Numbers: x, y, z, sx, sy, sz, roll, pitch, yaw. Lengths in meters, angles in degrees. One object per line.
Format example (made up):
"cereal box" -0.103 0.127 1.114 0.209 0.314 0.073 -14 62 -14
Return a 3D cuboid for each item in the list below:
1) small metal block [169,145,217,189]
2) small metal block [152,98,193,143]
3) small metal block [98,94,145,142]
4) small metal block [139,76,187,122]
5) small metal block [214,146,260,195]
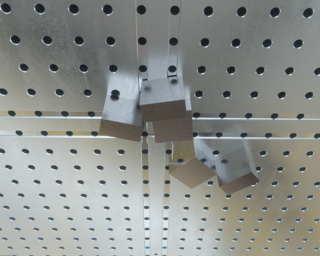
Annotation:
"small metal block" 0.049 0.059 0.462 0.050 0.025 0.050 -37 121 27
"small metal block" 0.016 -0.009 0.404 0.050 0.025 0.050 -5 130 4
"small metal block" -0.046 -0.013 0.384 0.050 0.050 0.025 11 129 -9
"small metal block" 0.004 -0.035 0.365 0.050 0.050 0.025 -7 130 6
"small metal block" 0.110 0.062 0.448 0.050 0.050 0.025 -31 124 23
